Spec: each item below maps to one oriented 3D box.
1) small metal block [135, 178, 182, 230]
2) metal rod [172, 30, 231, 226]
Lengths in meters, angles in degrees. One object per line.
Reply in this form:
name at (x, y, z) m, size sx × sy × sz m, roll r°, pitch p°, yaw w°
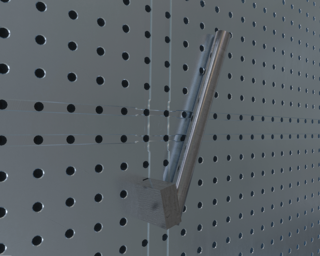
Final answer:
small metal block at (-0.003, 0.094, 0.391) m, size 0.025 × 0.050 × 0.050 m, roll -16°, pitch 100°, yaw -39°
metal rod at (0.057, -0.010, 0.457) m, size 0.025 × 0.025 × 0.299 m, roll 28°, pitch 73°, yaw -37°
